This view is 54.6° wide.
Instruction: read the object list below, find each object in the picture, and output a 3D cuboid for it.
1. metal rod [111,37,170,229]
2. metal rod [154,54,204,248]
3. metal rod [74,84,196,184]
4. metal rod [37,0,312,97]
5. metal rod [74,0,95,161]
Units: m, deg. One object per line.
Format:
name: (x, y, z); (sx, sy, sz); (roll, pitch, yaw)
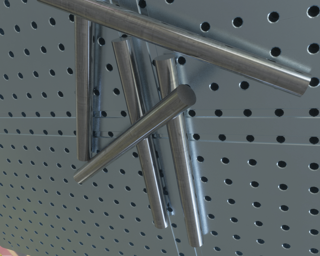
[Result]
metal rod: (-0.021, 0.025, 0.438); (0.025, 0.025, 0.298); (4, 120, 26)
metal rod: (0.031, 0.049, 0.425); (0.025, 0.025, 0.298); (3, 120, 27)
metal rod: (-0.055, 0.025, 0.428); (0.025, 0.025, 0.299); (48, 137, -6)
metal rod: (0.006, -0.098, 0.328); (0.301, 0.025, 0.025); (22, 127, 7)
metal rod: (-0.102, -0.074, 0.419); (0.025, 0.025, 0.298); (21, 127, 16)
